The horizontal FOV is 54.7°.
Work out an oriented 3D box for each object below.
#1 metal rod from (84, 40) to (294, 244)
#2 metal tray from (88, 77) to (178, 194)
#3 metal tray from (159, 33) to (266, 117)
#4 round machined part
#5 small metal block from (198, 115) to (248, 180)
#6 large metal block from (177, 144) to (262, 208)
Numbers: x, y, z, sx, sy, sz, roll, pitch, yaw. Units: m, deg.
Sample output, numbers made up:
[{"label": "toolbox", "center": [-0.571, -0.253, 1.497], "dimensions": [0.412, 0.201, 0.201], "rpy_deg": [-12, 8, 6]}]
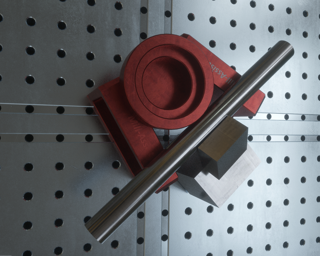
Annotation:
[{"label": "metal rod", "center": [0.044, 0.003, 0.334], "dimensions": [0.301, 0.025, 0.025], "rpy_deg": [-42, 104, -15]}, {"label": "metal tray", "center": [-0.035, 0.008, 0.366], "dimensions": [0.030, 0.090, 0.129], "rpy_deg": [-31, 101, -18]}, {"label": "metal tray", "center": [0.058, -0.061, 0.400], "dimensions": [0.130, 0.090, 0.030], "rpy_deg": [33, 80, -18]}, {"label": "round machined part", "center": [0.005, -0.047, 0.333], "dimensions": [0.099, 0.042, 0.097], "rpy_deg": [0, 90, -21]}, {"label": "small metal block", "center": [0.070, 0.023, 0.339], "dimensions": [0.025, 0.050, 0.050], "rpy_deg": [37, 73, 29]}, {"label": "large metal block", "center": [0.069, 0.049, 0.407], "dimensions": [0.080, 0.080, 0.050], "rpy_deg": [-43, 104, -15]}]
